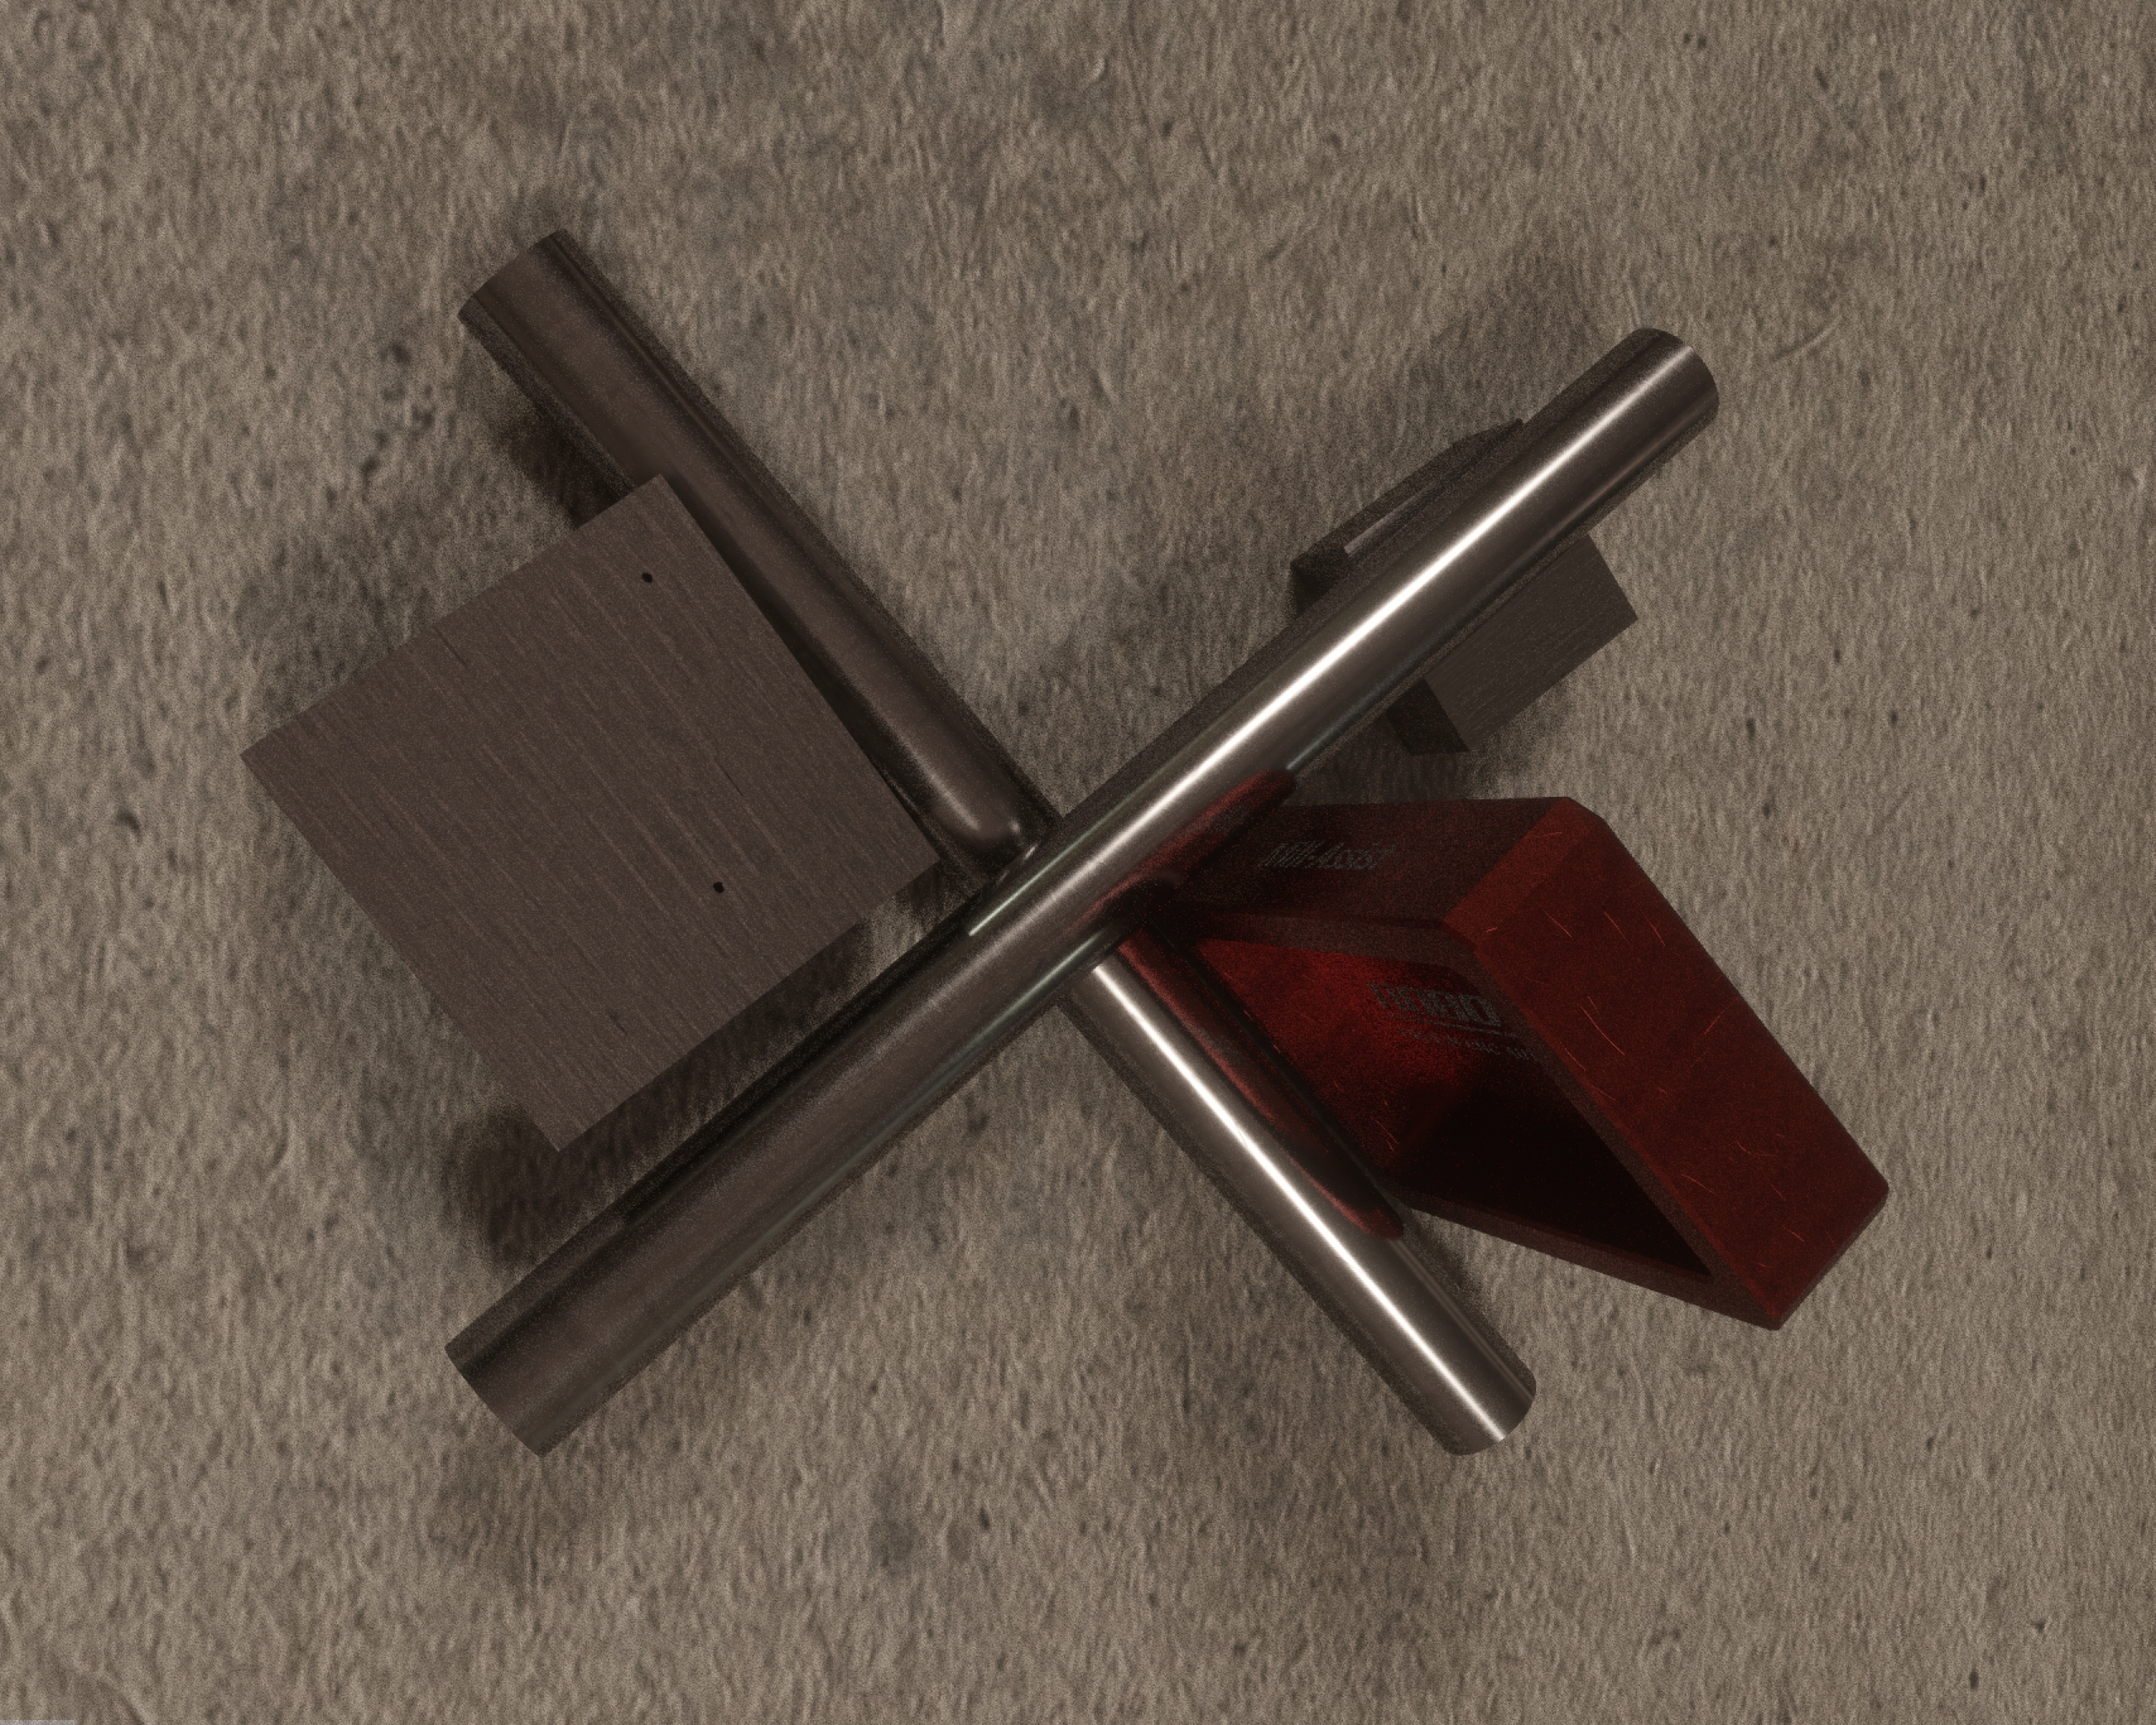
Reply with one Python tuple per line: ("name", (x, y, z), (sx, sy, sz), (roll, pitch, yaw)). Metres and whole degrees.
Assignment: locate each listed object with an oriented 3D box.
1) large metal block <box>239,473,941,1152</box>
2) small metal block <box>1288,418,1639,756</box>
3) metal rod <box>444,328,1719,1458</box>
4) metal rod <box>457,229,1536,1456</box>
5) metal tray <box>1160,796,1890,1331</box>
("large metal block", (-0.085, -0.009, 0.365), (0.080, 0.050, 0.080), (-39, 103, -16))
("small metal block", (0.082, -0.058, 0.442), (0.050, 0.025, 0.050), (-37, 102, -16))
("metal rod", (0.012, -0.005, 0.389), (0.301, 0.025, 0.025), (-41, 103, -16))
("metal rod", (-0.007, 0.006, 0.409), (0.025, 0.025, 0.300), (-44, 104, -15))
("metal tray", (0.073, 0.032, 0.382), (0.030, 0.130, 0.090), (-44, 104, -14))
